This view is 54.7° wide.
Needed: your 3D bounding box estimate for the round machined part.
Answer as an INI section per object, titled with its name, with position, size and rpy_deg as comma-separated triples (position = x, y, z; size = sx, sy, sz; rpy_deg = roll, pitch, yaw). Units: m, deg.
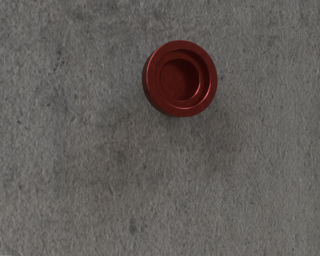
[round machined part]
position = 0.023, -0.062, 0.409
size = 0.099, 0.042, 0.097
rpy_deg = 0, 90, -21
